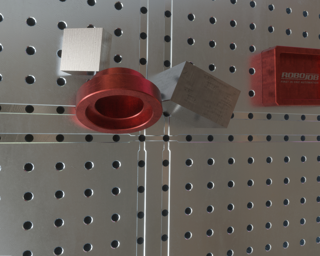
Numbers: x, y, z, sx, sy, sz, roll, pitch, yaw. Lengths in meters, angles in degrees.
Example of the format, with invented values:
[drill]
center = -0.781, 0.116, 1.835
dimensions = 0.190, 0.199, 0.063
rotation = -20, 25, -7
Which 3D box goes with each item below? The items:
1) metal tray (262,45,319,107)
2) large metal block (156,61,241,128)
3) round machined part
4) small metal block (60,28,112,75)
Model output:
[metal tray]
center = 0.227, -0.080, 0.495
dimensions = 0.131, 0.030, 0.089
rotation = -2, 91, -21
[large metal block]
center = 0.041, -0.038, 0.400
dimensions = 0.080, 0.080, 0.050
rotation = 25, 82, -19
[round machined part]
center = -0.048, -0.034, 0.364
dimensions = 0.099, 0.097, 0.042
rotation = 6, 59, -20
[small metal block]
center = -0.087, -0.090, 0.368
dimensions = 0.050, 0.025, 0.050
rotation = 4, 88, 16
